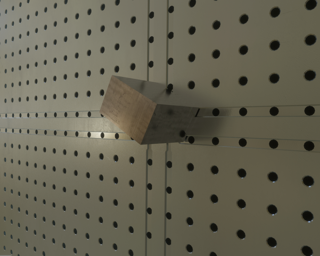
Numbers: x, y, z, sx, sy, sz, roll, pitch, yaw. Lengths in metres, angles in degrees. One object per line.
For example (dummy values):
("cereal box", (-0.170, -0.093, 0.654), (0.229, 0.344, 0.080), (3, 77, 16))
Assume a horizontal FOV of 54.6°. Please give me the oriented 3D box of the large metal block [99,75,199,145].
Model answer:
("large metal block", (-0.013, -0.023, 0.386), (0.080, 0.081, 0.050), (35, 112, 34))
